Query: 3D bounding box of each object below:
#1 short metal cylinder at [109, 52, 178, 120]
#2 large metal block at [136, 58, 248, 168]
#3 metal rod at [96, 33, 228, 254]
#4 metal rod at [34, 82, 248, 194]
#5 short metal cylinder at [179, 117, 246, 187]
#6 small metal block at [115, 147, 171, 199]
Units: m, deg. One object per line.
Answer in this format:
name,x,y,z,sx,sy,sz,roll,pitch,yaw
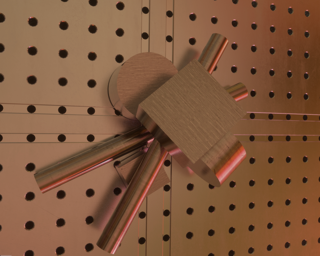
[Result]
short metal cylinder,-0.020,-0.050,0.388,0.081,0.050,0.079,0,90,-20
large metal block,0.032,-0.014,0.340,0.080,0.050,0.080,-41,86,-15
metal rod,0.008,0.011,0.386,0.025,0.025,0.300,32,79,-17
metal rod,-0.010,0.005,0.405,0.302,0.025,0.025,-25,99,-19
short metal cylinder,0.064,0.031,0.404,0.050,0.080,0.080,-45,104,-13
small metal block,-0.023,0.059,0.401,0.050,0.025,0.050,-30,100,-18
